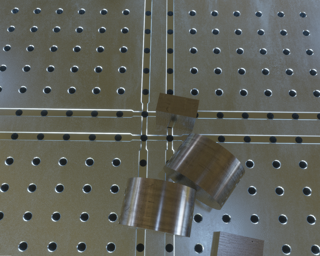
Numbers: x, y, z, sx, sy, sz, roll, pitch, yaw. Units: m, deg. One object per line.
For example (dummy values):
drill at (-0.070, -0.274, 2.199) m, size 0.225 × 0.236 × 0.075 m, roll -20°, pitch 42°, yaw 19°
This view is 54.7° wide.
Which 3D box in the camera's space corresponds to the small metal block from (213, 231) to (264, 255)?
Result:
small metal block at (0.089, 0.150, 0.357) m, size 0.050 × 0.025 × 0.050 m, roll 11°, pitch 70°, yaw 4°

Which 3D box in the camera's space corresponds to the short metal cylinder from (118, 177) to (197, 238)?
short metal cylinder at (-0.002, 0.090, 0.349) m, size 0.080 × 0.080 × 0.050 m, roll 10°, pitch 71°, yaw 3°

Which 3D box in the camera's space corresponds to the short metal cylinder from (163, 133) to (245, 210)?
short metal cylinder at (0.051, 0.051, 0.364) m, size 0.080 × 0.080 × 0.050 m, roll 35°, pitch 74°, yaw 12°

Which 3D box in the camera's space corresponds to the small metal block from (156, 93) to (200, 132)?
small metal block at (0.022, -0.020, 0.406) m, size 0.050 × 0.050 × 0.025 m, roll 11°, pitch 71°, yaw 4°
